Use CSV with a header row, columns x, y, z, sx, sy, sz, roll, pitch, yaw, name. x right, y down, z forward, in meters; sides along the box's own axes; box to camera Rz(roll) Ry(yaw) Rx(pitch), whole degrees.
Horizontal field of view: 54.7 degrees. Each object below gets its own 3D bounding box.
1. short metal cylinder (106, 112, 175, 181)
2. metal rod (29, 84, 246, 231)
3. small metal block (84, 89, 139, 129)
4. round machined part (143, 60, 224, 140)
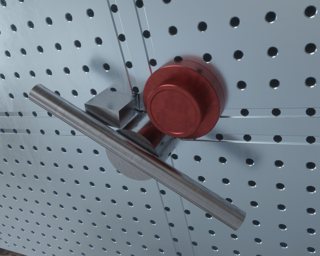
x,y,z,sx,sy,sz,roll,pitch,yaw,name
-0.027,0.025,0.423,0.080,0.050,0.079,13,124,20,short metal cylinder
-0.033,0.032,0.381,0.301,0.025,0.025,31,128,7,metal rod
-0.063,-0.027,0.410,0.050,0.050,0.025,13,124,20,small metal block
0.023,-0.028,0.370,0.098,0.042,0.097,13,124,20,round machined part
